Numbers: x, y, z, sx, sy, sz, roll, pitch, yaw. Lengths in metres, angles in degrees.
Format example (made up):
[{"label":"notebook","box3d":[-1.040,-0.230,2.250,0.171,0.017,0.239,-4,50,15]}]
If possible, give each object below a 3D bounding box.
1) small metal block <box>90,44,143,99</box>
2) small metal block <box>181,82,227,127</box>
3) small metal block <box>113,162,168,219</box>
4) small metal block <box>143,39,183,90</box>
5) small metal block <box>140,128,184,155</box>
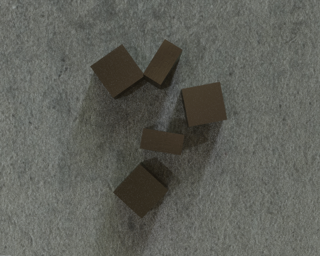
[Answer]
[{"label":"small metal block","box3d":[-0.054,-0.073,0.409,0.050,0.025,0.050,-35,90,0]},{"label":"small metal block","box3d":[0.057,-0.031,0.411,0.050,0.025,0.050,-11,90,-1]},{"label":"small metal block","box3d":[-0.025,0.081,0.410,0.050,0.025,0.050,43,90,-1]},{"label":"small metal block","box3d":[0.003,-0.080,0.398,0.025,0.050,0.050,32,90,0]},{"label":"small metal block","box3d":[0.002,0.016,0.398,0.050,0.050,0.025,10,90,-1]}]
